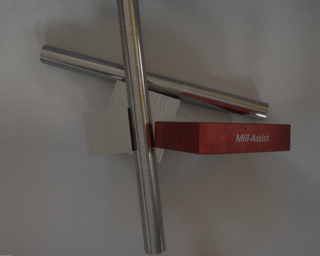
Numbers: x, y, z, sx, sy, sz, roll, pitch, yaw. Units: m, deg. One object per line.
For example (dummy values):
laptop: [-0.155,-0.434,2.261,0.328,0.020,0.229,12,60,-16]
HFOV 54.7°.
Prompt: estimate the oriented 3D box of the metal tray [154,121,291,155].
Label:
metal tray: [0.071,0.009,0.352,0.131,0.090,0.030,1,91,-32]

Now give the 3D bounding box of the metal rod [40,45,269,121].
metal rod: [-0.007,-0.060,0.410,0.302,0.025,0.025,15,90,-1]

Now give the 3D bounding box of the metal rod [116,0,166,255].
metal rod: [-0.022,-0.006,0.360,0.025,0.025,0.298,-6,90,0]

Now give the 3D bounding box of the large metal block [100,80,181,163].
large metal block: [-0.026,-0.008,0.397,0.080,0.050,0.080,18,90,-1]

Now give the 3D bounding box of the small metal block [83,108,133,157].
small metal block: [-0.059,0.005,0.359,0.050,0.025,0.050,-6,90,-1]
